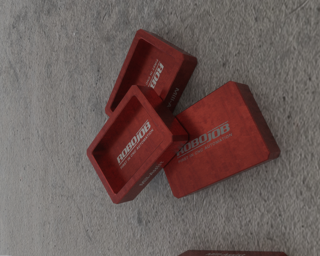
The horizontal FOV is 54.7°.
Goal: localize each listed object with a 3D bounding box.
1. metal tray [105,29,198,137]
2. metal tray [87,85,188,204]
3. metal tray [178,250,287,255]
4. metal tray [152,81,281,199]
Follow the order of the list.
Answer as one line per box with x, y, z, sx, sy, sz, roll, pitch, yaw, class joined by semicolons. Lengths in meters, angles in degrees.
-0.017;-0.054;0.415;0.090;0.030;0.129;40;114;32;metal tray
-0.034;0.022;0.390;0.129;0.030;0.090;-50;61;28;metal tray
0.080;0.183;0.335;0.130;0.030;0.090;-17;79;38;metal tray
0.056;0.017;0.355;0.130;0.030;0.090;-33;70;35;metal tray
